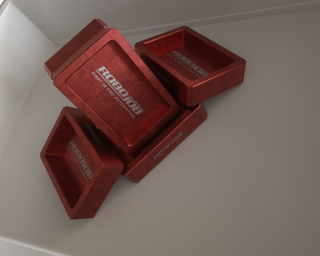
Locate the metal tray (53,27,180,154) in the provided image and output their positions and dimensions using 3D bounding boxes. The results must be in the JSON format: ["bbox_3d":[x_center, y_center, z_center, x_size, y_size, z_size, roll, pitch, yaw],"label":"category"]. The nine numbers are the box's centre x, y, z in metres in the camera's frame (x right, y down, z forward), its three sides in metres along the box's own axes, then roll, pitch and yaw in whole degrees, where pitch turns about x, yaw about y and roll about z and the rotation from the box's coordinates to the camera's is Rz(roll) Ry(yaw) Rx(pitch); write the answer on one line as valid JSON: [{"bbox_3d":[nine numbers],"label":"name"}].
[{"bbox_3d":[-0.049,-0.041,0.370,0.090,0.130,0.030,-42,28,-1],"label":"metal tray"}]

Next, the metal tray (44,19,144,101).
[{"bbox_3d":[-0.073,-0.066,0.412,0.090,0.130,0.030,-43,51,-1],"label":"metal tray"}]

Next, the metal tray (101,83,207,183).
[{"bbox_3d":[-0.014,-0.003,0.408,0.130,0.030,0.090,-43,51,-2],"label":"metal tray"}]

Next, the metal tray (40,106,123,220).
[{"bbox_3d":[-0.108,0.042,0.407,0.130,0.030,0.090,46,112,38],"label":"metal tray"}]

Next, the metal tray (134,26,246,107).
[{"bbox_3d":[0.036,-0.088,0.412,0.091,0.030,0.130,-26,48,-21],"label":"metal tray"}]
